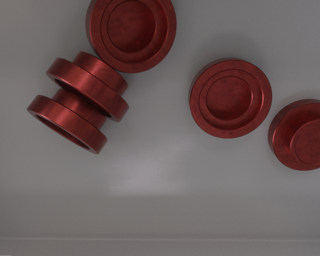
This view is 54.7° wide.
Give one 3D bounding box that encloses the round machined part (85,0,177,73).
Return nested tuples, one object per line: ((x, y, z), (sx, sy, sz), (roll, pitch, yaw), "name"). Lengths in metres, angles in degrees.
((-0.034, -0.114, 0.347), (0.099, 0.042, 0.097), (-12, 120, -22), "round machined part")

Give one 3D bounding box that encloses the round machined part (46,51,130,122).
((-0.076, -0.051, 0.359), (0.098, 0.098, 0.042), (34, 81, -12), "round machined part")

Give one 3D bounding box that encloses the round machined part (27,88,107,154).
((-0.105, -0.011, 0.376), (0.098, 0.098, 0.042), (34, 74, -12), "round machined part")

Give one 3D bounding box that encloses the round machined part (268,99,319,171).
((0.199, 0.014, 0.409), (0.099, 0.042, 0.097), (0, 110, 0), "round machined part")

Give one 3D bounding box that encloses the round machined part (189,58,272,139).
((0.085, -0.039, 0.388), (0.099, 0.042, 0.097), (0, 110, 0), "round machined part")
